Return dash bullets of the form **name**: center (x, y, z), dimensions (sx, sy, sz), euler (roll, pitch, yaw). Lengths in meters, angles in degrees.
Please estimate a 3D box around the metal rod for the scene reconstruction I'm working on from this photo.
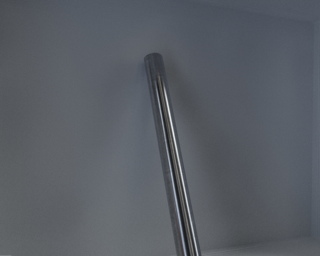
- **metal rod**: center (0.015, 0.044, 0.354), dimensions (0.025, 0.025, 0.299), euler (-1, 66, -20)
